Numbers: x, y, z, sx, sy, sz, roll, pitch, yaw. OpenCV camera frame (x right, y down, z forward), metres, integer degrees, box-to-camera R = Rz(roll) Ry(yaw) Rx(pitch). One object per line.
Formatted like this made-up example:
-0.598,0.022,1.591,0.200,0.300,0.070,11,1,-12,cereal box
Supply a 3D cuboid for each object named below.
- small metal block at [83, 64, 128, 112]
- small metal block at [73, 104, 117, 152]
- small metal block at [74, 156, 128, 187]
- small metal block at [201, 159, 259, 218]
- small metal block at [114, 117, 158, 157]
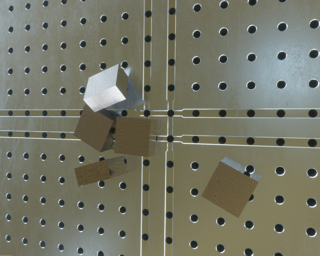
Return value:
-0.073,-0.055,0.425,0.050,0.025,0.050,-21,41,18,small metal block
-0.088,-0.001,0.441,0.050,0.025,0.050,30,107,17,small metal block
-0.080,0.059,0.428,0.050,0.050,0.025,-17,84,19,small metal block
0.087,0.073,0.382,0.050,0.025,0.050,29,99,17,small metal block
-0.033,0.011,0.425,0.050,0.025,0.050,5,92,20,small metal block
